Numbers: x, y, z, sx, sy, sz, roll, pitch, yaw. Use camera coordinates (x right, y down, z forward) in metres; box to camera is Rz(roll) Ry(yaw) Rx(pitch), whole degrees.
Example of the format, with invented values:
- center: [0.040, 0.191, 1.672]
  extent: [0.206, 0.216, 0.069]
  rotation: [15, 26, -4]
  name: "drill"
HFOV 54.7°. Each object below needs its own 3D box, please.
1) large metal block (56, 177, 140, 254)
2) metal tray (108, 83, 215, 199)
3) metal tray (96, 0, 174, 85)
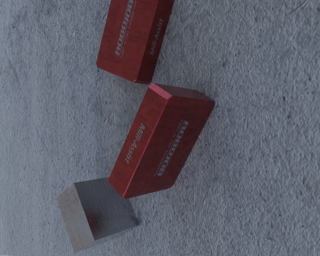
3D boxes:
- center: [-0.088, 0.120, 0.442]
  extent: [0.050, 0.081, 0.080]
  rotation: [-40, 66, 33]
  name: "large metal block"
- center: [0.003, 0.016, 0.360]
  extent: [0.030, 0.091, 0.129]
  rotation: [38, 113, 33]
  name: "metal tray"
- center: [-0.037, -0.135, 0.432]
  extent: [0.090, 0.030, 0.129]
  rotation: [27, 107, 36]
  name: "metal tray"
